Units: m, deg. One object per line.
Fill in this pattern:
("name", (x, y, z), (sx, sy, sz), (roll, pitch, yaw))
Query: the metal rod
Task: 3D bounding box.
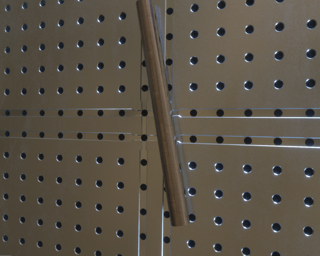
("metal rod", (0.003, -0.023, 0.410), (0.025, 0.025, 0.298), (-10, 87, 19))
